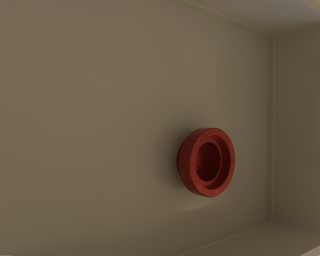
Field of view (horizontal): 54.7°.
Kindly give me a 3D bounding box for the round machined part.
[{"bbox_3d":[0.062,0.048,0.451,0.099,0.042,0.097,0,90,-40],"label":"round machined part"}]
